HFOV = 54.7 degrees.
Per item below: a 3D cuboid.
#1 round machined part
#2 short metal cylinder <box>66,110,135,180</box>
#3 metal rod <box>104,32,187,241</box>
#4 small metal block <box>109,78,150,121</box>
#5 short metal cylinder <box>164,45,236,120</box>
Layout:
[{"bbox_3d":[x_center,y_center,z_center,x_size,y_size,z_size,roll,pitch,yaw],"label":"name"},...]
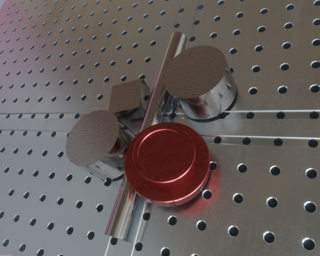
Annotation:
[{"bbox_3d":[0.007,0.036,0.351,0.098,0.042,0.098,-4,62,8],"label":"round machined part"},{"bbox_3d":[-0.076,0.023,0.413,0.080,0.050,0.080,-13,56,21],"label":"short metal cylinder"},{"bbox_3d":[-0.011,-0.006,0.413,0.025,0.025,0.300,3,63,29],"label":"metal rod"},{"bbox_3d":[-0.044,-0.040,0.450,0.050,0.025,0.050,-10,57,22],"label":"small metal block"},{"bbox_3d":[0.051,-0.058,0.395,0.080,0.050,0.080,-13,56,21],"label":"short metal cylinder"}]
